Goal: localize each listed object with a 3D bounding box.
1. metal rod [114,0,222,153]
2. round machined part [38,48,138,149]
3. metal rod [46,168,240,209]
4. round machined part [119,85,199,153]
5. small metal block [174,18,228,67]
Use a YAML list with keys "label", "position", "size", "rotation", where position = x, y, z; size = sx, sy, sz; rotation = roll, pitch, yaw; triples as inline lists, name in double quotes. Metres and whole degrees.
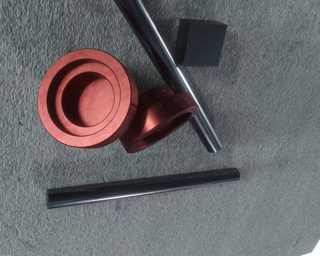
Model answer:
- label: "metal rod"
  position: [0.014, -0.066, 0.373]
  size: [0.025, 0.025, 0.300]
  rotation: [-38, 129, -3]
- label: "round machined part"
  position: [-0.069, -0.027, 0.318]
  size: [0.098, 0.098, 0.042]
  rotation: [-46, 166, 4]
- label: "metal rod"
  position: [-0.006, 0.084, 0.455]
  size: [0.303, 0.025, 0.025]
  rotation: [-2, 119, -28]
- label: "round machined part"
  position: [-0.007, -0.014, 0.363]
  size: [0.098, 0.042, 0.098]
  rotation: [-32, 170, -6]
- label: "small metal block"
  position: [0.048, -0.102, 0.370]
  size: [0.050, 0.025, 0.050]
  rotation: [-6, 121, -26]
